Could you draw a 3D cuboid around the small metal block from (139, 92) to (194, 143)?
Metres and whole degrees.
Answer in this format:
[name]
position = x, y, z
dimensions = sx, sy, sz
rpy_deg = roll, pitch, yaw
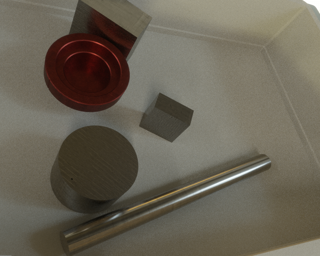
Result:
[small metal block]
position = 0.008, -0.012, 0.403
dimensions = 0.050, 0.050, 0.025
rpy_deg = 27, 52, -12

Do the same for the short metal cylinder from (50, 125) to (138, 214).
[short metal cylinder]
position = -0.070, 0.044, 0.326
dimensions = 0.081, 0.050, 0.080
rpy_deg = 14, 56, -21

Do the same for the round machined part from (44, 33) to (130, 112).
[round machined part]
position = -0.091, -0.063, 0.380
dimensions = 0.099, 0.042, 0.098
rpy_deg = 9, 65, -21

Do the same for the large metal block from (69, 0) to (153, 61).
[large metal block]
position = -0.069, -0.129, 0.413
dimensions = 0.080, 0.080, 0.050
rpy_deg = 32, 51, -8

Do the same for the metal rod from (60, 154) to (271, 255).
[metal rod]
position = 0.032, 0.080, 0.375
dimensions = 0.303, 0.025, 0.025
rpy_deg = -13, 69, -34
